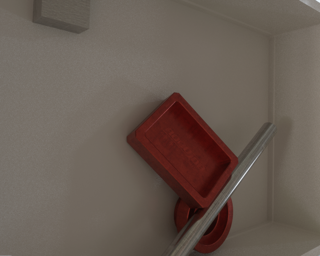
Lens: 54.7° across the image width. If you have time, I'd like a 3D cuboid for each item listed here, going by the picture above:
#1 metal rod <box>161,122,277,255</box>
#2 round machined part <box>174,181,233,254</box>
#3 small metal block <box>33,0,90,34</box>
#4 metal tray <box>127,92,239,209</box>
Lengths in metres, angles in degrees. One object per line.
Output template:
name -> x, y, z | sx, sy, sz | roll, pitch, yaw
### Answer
metal rod -> 0.090, 0.085, 0.429 | 0.302, 0.025, 0.025 | -42, 116, -34
round machined part -> 0.059, 0.125, 0.448 | 0.099, 0.042, 0.097 | 0, 90, -40
small metal block -> -0.102, -0.131, 0.322 | 0.050, 0.025, 0.050 | 3, 88, -40
metal tray -> 0.033, 0.029, 0.404 | 0.130, 0.030, 0.090 | 47, 60, -7
